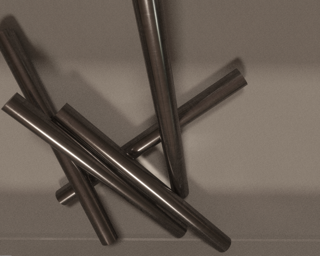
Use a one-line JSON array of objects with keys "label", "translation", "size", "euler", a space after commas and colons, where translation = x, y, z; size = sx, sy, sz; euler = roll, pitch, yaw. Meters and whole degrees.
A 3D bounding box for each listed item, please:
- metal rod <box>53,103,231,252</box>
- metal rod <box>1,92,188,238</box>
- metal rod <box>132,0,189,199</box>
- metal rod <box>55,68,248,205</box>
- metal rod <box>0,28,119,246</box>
[{"label": "metal rod", "translation": [-0.013, 0.075, 0.412], "size": [0.300, 0.025, 0.025], "euler": [42, 105, -16]}, {"label": "metal rod", "translation": [-0.067, 0.063, 0.405], "size": [0.025, 0.025, 0.300], "euler": [-41, 116, 13]}, {"label": "metal rod", "translation": [0.008, -0.015, 0.346], "size": [0.025, 0.025, 0.298], "euler": [-9, 133, 3]}, {"label": "metal rod", "translation": [-0.019, 0.018, 0.417], "size": [0.300, 0.025, 0.025], "euler": [-34, 107, 11]}, {"label": "metal rod", "translation": [-0.127, 0.020, 0.398], "size": [0.025, 0.025, 0.299], "euler": [-22, 102, 7]}]
